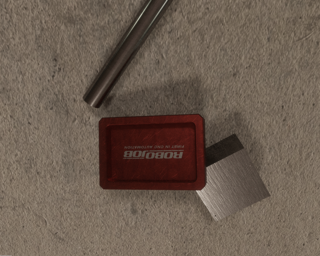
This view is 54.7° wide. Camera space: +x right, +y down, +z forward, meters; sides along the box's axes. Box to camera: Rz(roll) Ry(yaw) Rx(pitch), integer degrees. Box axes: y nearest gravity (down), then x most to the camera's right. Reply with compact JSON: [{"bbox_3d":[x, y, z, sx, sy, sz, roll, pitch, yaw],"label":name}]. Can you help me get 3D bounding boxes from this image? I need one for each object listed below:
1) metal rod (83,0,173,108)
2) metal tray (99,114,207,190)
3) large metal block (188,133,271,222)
[{"bbox_3d":[0.000,-0.147,0.355,0.025,0.025,0.299,34,106,-12],"label":"metal rod"},{"bbox_3d":[-0.009,0.030,0.388,0.131,0.030,0.089,-2,88,12],"label":"metal tray"},{"bbox_3d":[0.089,0.067,0.422,0.080,0.050,0.080,-29,108,10],"label":"large metal block"}]
